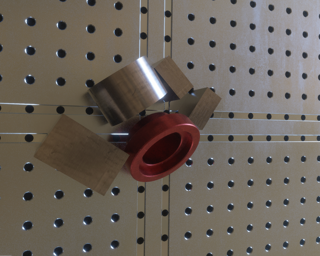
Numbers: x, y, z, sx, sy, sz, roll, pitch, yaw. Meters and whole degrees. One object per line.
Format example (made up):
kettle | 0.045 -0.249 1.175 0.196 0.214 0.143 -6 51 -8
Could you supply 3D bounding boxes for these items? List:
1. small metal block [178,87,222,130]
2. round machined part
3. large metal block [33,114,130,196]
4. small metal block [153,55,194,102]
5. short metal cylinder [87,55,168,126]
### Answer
small metal block | 0.049 -0.025 0.419 0.025 0.050 0.050 37 78 -17
round machined part | -0.002 0.019 0.386 0.099 0.097 0.042 -25 54 -19
large metal block | -0.091 0.028 0.350 0.080 0.080 0.050 34 79 -17
small metal block | 0.009 -0.062 0.404 0.025 0.050 0.050 -44 104 -15
short metal cylinder | -0.038 -0.045 0.370 0.080 0.080 0.050 -35 102 -17
